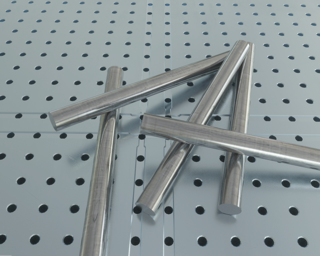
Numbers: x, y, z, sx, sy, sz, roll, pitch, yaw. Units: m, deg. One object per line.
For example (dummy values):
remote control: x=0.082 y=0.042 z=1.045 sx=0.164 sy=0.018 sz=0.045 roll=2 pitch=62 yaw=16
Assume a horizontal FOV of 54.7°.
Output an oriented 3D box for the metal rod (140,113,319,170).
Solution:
metal rod: x=0.127 y=0.025 z=0.360 sx=0.302 sy=0.025 sz=0.025 roll=12 pitch=51 yaw=-2

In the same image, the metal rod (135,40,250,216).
metal rod: x=0.056 y=-0.020 z=0.410 sx=0.025 sy=0.025 sz=0.301 roll=23 pitch=58 yaw=18

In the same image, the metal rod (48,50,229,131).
metal rod: x=-0.004 y=-0.061 z=0.436 sx=0.302 sy=0.025 sz=0.025 roll=-24 pitch=54 yaw=-28

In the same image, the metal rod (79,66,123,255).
metal rod: x=-0.067 y=0.028 z=0.382 sx=0.025 sy=0.025 sz=0.300 roll=0 pitch=50 yaw=-1

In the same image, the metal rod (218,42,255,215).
metal rod: x=0.112 y=-0.023 z=0.428 sx=0.025 sy=0.025 sz=0.300 roll=11 pitch=51 yaw=9
